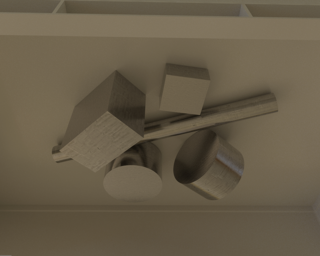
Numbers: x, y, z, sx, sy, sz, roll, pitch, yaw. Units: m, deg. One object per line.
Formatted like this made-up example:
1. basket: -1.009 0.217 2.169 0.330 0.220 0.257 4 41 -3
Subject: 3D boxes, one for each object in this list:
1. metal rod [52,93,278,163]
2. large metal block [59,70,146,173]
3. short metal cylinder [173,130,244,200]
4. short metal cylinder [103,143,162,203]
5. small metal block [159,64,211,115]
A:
1. metal rod: -0.001 0.003 0.410 0.301 0.025 0.025 -13 129 10
2. large metal block: -0.064 -0.008 0.364 0.080 0.080 0.050 -36 122 26
3. short metal cylinder: 0.064 0.049 0.414 0.050 0.080 0.080 35 122 -26
4. short metal cylinder: -0.037 0.062 0.442 0.081 0.050 0.079 0 130 0
5. small metal block: 0.028 -0.045 0.369 0.050 0.025 0.050 7 130 -6
